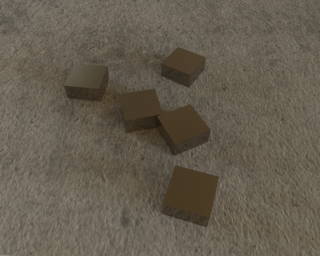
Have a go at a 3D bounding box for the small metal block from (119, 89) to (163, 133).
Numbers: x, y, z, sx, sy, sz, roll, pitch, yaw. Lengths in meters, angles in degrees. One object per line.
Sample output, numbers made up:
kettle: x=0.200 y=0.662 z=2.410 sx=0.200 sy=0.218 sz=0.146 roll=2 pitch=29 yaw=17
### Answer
small metal block: x=-0.026 y=-0.024 z=0.423 sx=0.050 sy=0.025 sz=0.050 roll=-10 pitch=51 yaw=-9

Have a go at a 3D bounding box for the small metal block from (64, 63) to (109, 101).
small metal block: x=-0.107 y=-0.068 z=0.459 sx=0.050 sy=0.025 sz=0.050 roll=6 pitch=50 yaw=4

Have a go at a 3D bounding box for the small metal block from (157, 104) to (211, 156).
small metal block: x=0.029 y=0.001 z=0.402 sx=0.050 sy=0.025 sz=0.050 roll=-21 pitch=54 yaw=-17

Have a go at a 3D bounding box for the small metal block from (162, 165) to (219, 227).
small metal block: x=0.034 y=0.074 z=0.341 sx=0.050 sy=0.025 sz=0.050 roll=14 pitch=51 yaw=11

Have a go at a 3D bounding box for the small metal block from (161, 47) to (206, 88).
small metal block: x=0.037 y=-0.096 z=0.484 sx=0.050 sy=0.025 sz=0.050 roll=26 pitch=55 yaw=20
